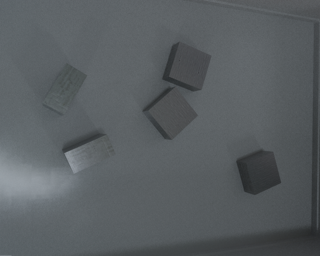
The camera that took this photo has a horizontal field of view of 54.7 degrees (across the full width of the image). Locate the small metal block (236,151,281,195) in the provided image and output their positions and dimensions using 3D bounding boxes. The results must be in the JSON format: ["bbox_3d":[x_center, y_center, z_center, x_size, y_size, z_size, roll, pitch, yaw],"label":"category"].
[{"bbox_3d":[0.149,0.067,0.468,0.050,0.025,0.050,-18,97,-19],"label":"small metal block"}]

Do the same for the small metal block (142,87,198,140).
[{"bbox_3d":[0.014,-0.019,0.417,0.050,0.025,0.050,-43,104,-15],"label":"small metal block"}]

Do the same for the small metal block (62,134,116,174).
[{"bbox_3d":[-0.085,0.028,0.366,0.050,0.050,0.025,-25,99,-19],"label":"small metal block"}]

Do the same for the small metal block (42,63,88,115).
[{"bbox_3d":[-0.110,-0.042,0.357,0.025,0.050,0.050,31,80,-18],"label":"small metal block"}]

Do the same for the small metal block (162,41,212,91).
[{"bbox_3d":[0.037,-0.083,0.425,0.050,0.025,0.050,19,84,-20],"label":"small metal block"}]
